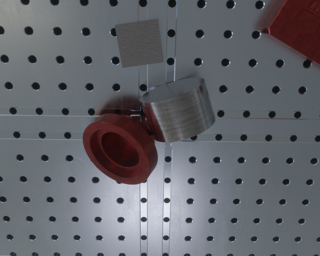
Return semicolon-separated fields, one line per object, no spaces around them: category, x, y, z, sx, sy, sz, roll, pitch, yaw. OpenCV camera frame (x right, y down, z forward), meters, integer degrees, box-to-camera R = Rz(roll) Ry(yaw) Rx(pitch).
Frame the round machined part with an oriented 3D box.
round machined part;-0.046;0.022;0.397;0.098;0.042;0.097;17;131;21

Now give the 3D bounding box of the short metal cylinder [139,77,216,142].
short metal cylinder;0.022;-0.024;0.376;0.080;0.080;0.050;-17;109;6

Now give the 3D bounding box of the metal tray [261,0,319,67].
metal tray;0.201;-0.123;0.367;0.131;0.030;0.090;27;108;-10

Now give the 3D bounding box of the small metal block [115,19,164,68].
small metal block;-0.024;-0.103;0.375;0.050;0.025;0.050;-8;110;2
